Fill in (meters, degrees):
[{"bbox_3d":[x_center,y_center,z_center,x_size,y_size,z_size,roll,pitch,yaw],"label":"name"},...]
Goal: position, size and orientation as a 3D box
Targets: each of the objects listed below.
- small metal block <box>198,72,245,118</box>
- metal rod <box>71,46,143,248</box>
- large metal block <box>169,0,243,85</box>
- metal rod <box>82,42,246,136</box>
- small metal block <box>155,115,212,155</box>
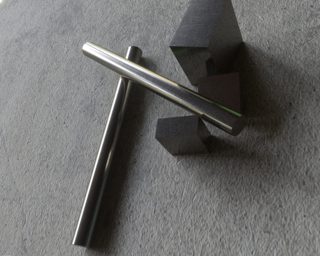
[{"bbox_3d":[0.075,-0.037,0.379,0.050,0.025,0.050,-5,76,25],"label":"small metal block"},{"bbox_3d":[-0.066,0.008,0.431,0.025,0.025,0.299,-3,60,26],"label":"metal rod"},{"bbox_3d":[0.064,-0.109,0.401,0.050,0.080,0.080,11,67,33],"label":"large metal block"},{"bbox_3d":[-0.017,-0.066,0.417,0.300,0.025,0.025,33,80,38],"label":"metal rod"},{"bbox_3d":[0.029,0.010,0.366,0.050,0.050,0.025,-5,60,25],"label":"small metal block"}]
